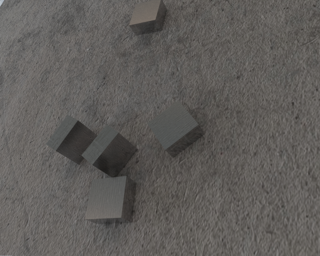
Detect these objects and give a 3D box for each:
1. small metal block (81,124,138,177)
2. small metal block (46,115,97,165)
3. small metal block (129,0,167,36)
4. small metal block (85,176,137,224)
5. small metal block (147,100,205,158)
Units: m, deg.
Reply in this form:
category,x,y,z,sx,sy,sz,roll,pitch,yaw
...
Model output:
category,x,y,z,sx,sy,sz,roll,pitch,yaw
small metal block,-0.064,0.032,0.402,0.025,0.050,0.050,31,79,38
small metal block,-0.123,0.018,0.442,0.025,0.050,0.050,24,75,36
small metal block,-0.020,-0.190,0.531,0.050,0.025,0.050,-2,61,27
small metal block,-0.060,0.089,0.381,0.050,0.025,0.050,-10,58,23
small metal block,0.020,0.001,0.393,0.050,0.025,0.050,-37,51,3
